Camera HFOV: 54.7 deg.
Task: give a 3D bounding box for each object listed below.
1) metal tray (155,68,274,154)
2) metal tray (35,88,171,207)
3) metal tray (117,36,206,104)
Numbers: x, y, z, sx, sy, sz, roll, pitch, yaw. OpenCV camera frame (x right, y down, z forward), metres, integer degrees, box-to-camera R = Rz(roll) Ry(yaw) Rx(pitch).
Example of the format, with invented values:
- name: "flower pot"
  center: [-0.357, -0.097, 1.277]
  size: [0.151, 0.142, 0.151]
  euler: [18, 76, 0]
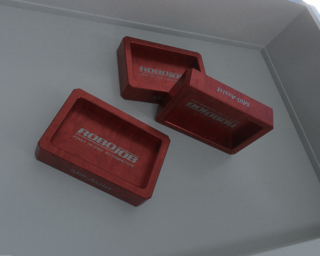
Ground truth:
- name: "metal tray"
  center: [0.071, -0.017, 0.414]
  size: [0.131, 0.090, 0.030]
  euler: [24, 53, -14]
- name: "metal tray"
  center: [-0.060, 0.022, 0.357]
  size: [0.131, 0.030, 0.090]
  euler: [29, 52, -11]
- name: "metal tray"
  center: [0.006, -0.079, 0.455]
  size: [0.131, 0.030, 0.090]
  euler: [6, 59, -26]
